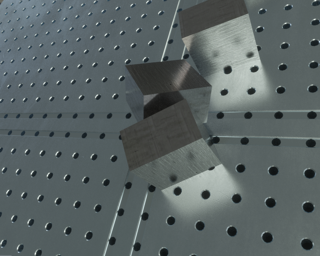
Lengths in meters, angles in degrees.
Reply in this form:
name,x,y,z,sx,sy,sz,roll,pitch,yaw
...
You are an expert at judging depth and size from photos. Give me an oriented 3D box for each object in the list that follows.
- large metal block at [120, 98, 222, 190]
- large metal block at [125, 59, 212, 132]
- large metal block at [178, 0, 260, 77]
name,x,y,z,sx,sy,sz,roll,pitch,yaw
large metal block,0.014,0.023,0.348,0.080,0.080,0.050,-26,57,12
large metal block,0.007,-0.042,0.382,0.081,0.050,0.080,-10,37,-17
large metal block,0.078,-0.121,0.405,0.080,0.080,0.050,-16,56,19
